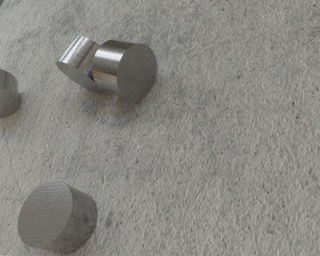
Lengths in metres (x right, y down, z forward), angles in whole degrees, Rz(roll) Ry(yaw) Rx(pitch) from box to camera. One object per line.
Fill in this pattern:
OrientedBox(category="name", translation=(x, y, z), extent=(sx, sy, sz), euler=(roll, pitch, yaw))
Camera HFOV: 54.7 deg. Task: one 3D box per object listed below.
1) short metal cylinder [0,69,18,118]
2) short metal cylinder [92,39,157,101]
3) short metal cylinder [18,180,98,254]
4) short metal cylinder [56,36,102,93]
OrientedBox(category="short metal cylinder", translation=(-0.304, -0.063, 0.567), extent=(0.080, 0.080, 0.050), euler=(-28, 52, 11))
OrientedBox(category="short metal cylinder", translation=(-0.050, -0.084, 0.446), extent=(0.050, 0.080, 0.080), euler=(21, 73, 36))
OrientedBox(category="short metal cylinder", translation=(-0.126, 0.111, 0.386), extent=(0.080, 0.050, 0.080), euler=(-13, 56, 21))
OrientedBox(category="short metal cylinder", translation=(-0.114, -0.099, 0.490), extent=(0.080, 0.080, 0.050), euler=(20, 73, 35))
